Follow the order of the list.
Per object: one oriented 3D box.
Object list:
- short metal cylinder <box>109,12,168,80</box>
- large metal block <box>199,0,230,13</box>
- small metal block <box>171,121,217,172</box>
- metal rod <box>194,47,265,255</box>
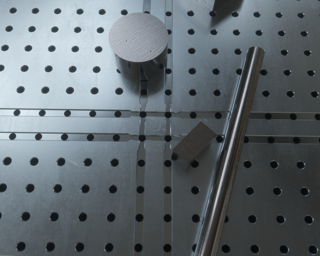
[{"bbox_3d":[-0.029,-0.115,0.440,0.081,0.050,0.080,0,70,0],"label":"short metal cylinder"},{"bbox_3d":[0.089,-0.245,0.489,0.080,0.050,0.080,-37,75,-13],"label":"large metal block"},{"bbox_3d":[0.041,0.025,0.390,0.025,0.050,0.050,43,75,13],"label":"small metal block"},{"bbox_3d":[0.095,0.022,0.404,0.025,0.025,0.299,17,71,6],"label":"metal rod"}]
